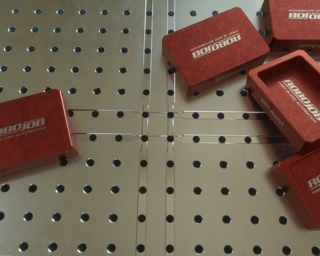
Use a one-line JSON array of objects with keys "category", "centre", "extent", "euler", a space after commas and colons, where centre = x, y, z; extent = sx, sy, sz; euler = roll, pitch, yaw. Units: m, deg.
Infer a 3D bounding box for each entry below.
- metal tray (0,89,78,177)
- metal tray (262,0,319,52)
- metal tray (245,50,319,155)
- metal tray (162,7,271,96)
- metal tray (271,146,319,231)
[{"category": "metal tray", "centre": [-0.183, 0.009, 0.405], "extent": [0.131, 0.030, 0.090], "euler": [-16, 71, -6]}, {"category": "metal tray", "centre": [0.228, -0.162, 0.470], "extent": [0.131, 0.030, 0.090], "euler": [1, 70, 0]}, {"category": "metal tray", "centre": [0.186, -0.039, 0.406], "extent": [0.090, 0.030, 0.130], "euler": [-23, 57, -8]}, {"category": "metal tray", "centre": [0.079, -0.113, 0.451], "extent": [0.131, 0.030, 0.090], "euler": [-25, 72, -9]}, {"category": "metal tray", "centre": [0.221, 0.058, 0.388], "extent": [0.131, 0.030, 0.090], "euler": [-25, 72, -9]}]
